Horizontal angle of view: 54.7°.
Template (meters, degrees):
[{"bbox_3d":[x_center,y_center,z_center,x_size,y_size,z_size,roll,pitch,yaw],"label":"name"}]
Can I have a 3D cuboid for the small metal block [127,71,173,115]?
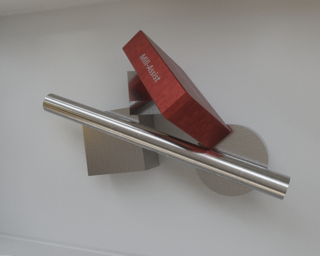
[{"bbox_3d":[-0.013,-0.044,0.377,0.050,0.025,0.050,-3,53,-7],"label":"small metal block"}]

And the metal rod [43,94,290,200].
[{"bbox_3d":[-0.009,0.014,0.357,0.301,0.025,0.025,19,96,18],"label":"metal rod"}]

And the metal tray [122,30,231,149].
[{"bbox_3d":[0.016,-0.044,0.342,0.030,0.090,0.130,-42,47,14],"label":"metal tray"}]

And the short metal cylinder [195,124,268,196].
[{"bbox_3d":[0.086,0.035,0.365,0.080,0.050,0.079,0,90,19],"label":"short metal cylinder"}]

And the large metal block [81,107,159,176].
[{"bbox_3d":[-0.052,0.017,0.413,0.080,0.050,0.080,-8,87,19],"label":"large metal block"}]
